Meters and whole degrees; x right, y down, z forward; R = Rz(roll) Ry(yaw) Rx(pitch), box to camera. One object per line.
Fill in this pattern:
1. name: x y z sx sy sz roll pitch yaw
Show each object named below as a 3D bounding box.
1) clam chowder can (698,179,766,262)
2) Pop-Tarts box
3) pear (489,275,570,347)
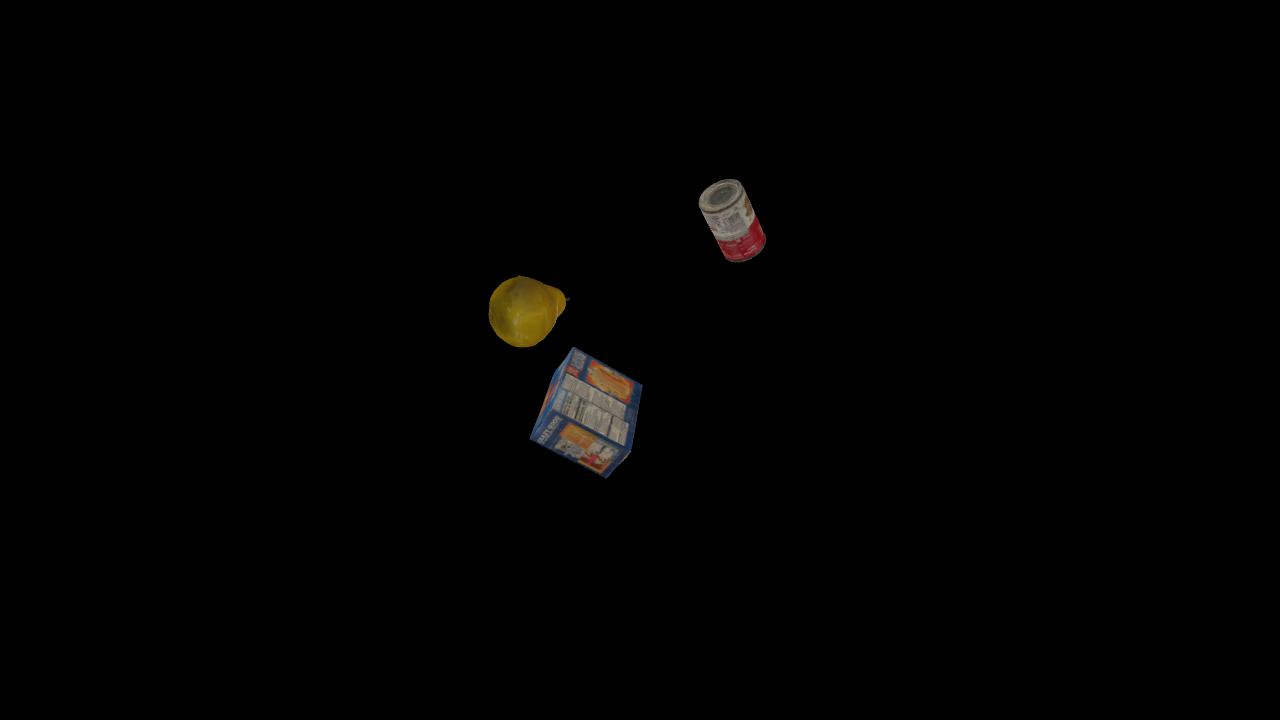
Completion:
1. clam chowder can: 0.133 -0.199 0.883 0.068 0.068 0.102 0 -34 34
2. Pop-Tarts box: -0.082 0.083 0.998 0.141 0.083 0.167 30 33 -14
3. pear: -0.113 -0.062 0.696 0.080 0.080 0.111 0 24 46
